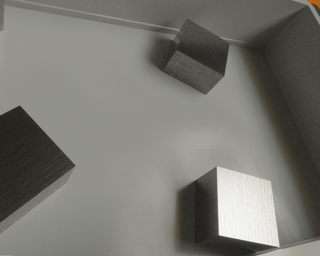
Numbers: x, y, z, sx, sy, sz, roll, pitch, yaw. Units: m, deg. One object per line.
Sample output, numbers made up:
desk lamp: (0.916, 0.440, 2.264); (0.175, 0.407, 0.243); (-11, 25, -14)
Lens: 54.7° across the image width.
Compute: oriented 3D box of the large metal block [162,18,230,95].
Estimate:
large metal block: (0.058, -0.112, 0.489); (0.080, 0.050, 0.080); (26, 53, -12)

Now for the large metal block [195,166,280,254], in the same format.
large metal block: (0.090, 0.101, 0.376); (0.081, 0.050, 0.080); (17, 55, -18)

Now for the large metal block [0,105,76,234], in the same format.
large metal block: (-0.142, 0.039, 0.290); (0.080, 0.050, 0.080); (46, 51, 4)

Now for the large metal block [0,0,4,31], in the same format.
large metal block: (-0.219, -0.133, 0.333); (0.050, 0.080, 0.080); (39, 51, -2)
